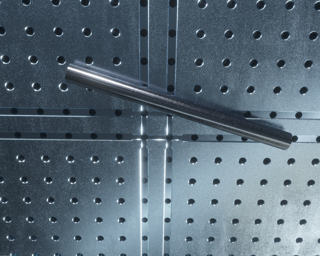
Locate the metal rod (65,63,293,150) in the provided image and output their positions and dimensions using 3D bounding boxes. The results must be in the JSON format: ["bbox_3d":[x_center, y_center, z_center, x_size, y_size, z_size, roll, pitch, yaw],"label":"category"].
[{"bbox_3d":[0.029,-0.026,0.403,0.302,0.025,0.025,17,109,-7],"label":"metal rod"}]
